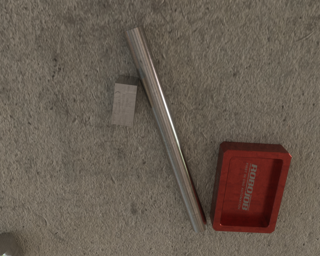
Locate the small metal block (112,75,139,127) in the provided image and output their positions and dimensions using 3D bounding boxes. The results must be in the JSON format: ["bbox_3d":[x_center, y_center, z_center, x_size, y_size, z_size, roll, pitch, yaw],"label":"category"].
[{"bbox_3d":[-0.042,-0.035,0.383,0.025,0.050,0.050,7,110,-3],"label":"small metal block"}]

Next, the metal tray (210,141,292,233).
[{"bbox_3d":[0.125,0.086,0.440,0.091,0.030,0.129,3,110,-2],"label":"metal tray"}]

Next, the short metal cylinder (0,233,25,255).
[{"bbox_3d":[-0.243,0.201,0.451,0.080,0.080,0.050,-16,110,5],"label":"short metal cylinder"}]

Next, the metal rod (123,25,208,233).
[{"bbox_3d":[0.014,0.015,0.415,0.025,0.025,0.298,-17,110,6],"label":"metal rod"}]
